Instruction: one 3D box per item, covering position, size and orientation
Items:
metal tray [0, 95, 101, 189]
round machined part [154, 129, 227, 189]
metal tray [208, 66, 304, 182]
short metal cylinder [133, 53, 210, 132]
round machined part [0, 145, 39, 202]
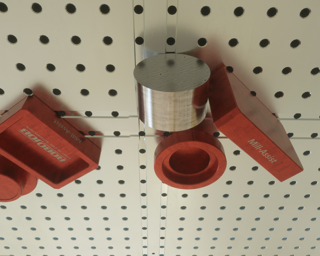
[{"bbox_3d":[-0.158,0.025,0.427,0.090,0.030,0.130,-30,125,22],"label":"metal tray"},{"bbox_3d":[0.041,0.039,0.435,0.099,0.042,0.097,-1,130,0],"label":"round machined part"},{"bbox_3d":[0.110,-0.004,0.367,0.130,0.090,0.030,37,121,-27],"label":"metal tray"},{"bbox_3d":[0.013,-0.041,0.341,0.081,0.080,0.050,-1,130,0],"label":"short metal cylinder"},{"bbox_3d":[-0.234,0.073,0.459,0.099,0.042,0.097,-1,130,0],"label":"round machined part"}]
